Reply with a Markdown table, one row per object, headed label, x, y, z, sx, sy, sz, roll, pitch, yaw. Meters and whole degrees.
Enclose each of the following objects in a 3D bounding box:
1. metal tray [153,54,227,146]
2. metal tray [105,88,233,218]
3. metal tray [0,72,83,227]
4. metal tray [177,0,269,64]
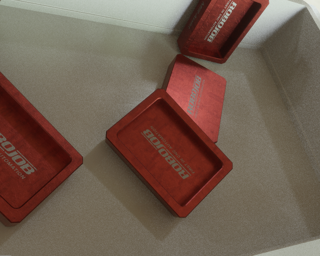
| label | x | y | z | sx | sy | sz | roll | pitch | yaw |
| --- | --- | --- | --- | --- | --- | --- | --- | --- | --- |
| metal tray | 0.046 | -0.040 | 0.453 | 0.090 | 0.030 | 0.130 | 26 | 52 | -12 |
| metal tray | 0.010 | 0.029 | 0.368 | 0.090 | 0.030 | 0.130 | -42 | 88 | -17 |
| metal tray | -0.152 | 0.017 | 0.297 | 0.130 | 0.030 | 0.090 | 48 | 50 | -7 |
| metal tray | 0.096 | -0.166 | 0.492 | 0.091 | 0.129 | 0.030 | 7 | 50 | -25 |
